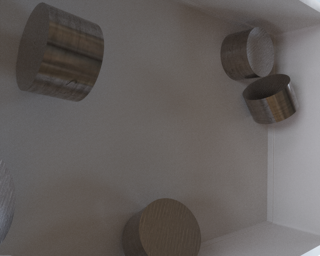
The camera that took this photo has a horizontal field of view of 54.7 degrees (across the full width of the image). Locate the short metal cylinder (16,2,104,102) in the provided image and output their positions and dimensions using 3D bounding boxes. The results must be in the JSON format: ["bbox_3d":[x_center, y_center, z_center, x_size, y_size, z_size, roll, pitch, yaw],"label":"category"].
[{"bbox_3d":[-0.096,-0.069,0.292,0.050,0.080,0.080,11,83,-40],"label":"short metal cylinder"}]

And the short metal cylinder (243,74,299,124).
[{"bbox_3d":[0.190,-0.050,0.534,0.080,0.080,0.050,-45,118,-31],"label":"short metal cylinder"}]

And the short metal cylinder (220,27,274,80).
[{"bbox_3d":[0.146,-0.122,0.516,0.081,0.050,0.079,0,90,-40],"label":"short metal cylinder"}]

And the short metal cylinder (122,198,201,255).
[{"bbox_3d":[0.002,0.131,0.372,0.081,0.050,0.080,16,52,-22],"label":"short metal cylinder"}]

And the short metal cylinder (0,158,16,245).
[{"bbox_3d":[-0.157,0.059,0.233,0.080,0.050,0.079,-6,91,-81],"label":"short metal cylinder"}]
